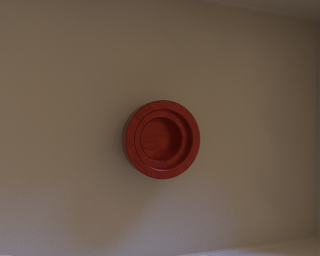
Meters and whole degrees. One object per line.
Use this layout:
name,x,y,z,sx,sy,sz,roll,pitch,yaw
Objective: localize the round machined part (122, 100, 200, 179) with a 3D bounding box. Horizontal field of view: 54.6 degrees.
round machined part,-0.001,0.014,0.401,0.099,0.042,0.097,0,90,-20
